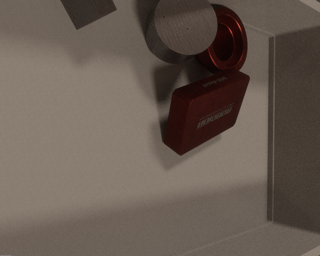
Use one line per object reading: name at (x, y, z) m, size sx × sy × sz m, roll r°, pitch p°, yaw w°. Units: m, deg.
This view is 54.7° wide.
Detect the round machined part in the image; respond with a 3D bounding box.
round machined part at (0.087, -0.128, 0.471) m, size 0.099 × 0.042 × 0.097 m, roll 0°, pitch 91°, yaw -41°

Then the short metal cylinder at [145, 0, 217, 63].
short metal cylinder at (0.025, -0.127, 0.395) m, size 0.081 × 0.050 × 0.079 m, roll 0°, pitch 89°, yaw -16°

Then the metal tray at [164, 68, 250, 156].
metal tray at (0.067, -0.025, 0.434) m, size 0.131 × 0.030 × 0.089 m, roll -25°, pitch 137°, yaw -37°

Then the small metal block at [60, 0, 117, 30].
small metal block at (-0.079, -0.137, 0.325) m, size 0.025 × 0.050 × 0.050 m, roll -41°, pitch 115°, yaw -33°
